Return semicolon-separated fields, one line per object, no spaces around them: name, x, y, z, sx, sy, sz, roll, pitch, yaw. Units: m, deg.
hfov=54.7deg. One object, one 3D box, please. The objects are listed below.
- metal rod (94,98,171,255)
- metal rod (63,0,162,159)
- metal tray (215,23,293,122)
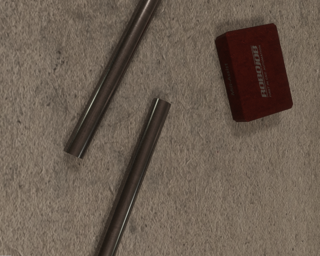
metal rod;-0.049;0.104;0.392;0.025;0.025;0.299;23;82;-19
metal rod;-0.042;-0.102;0.394;0.025;0.025;0.299;28;81;-18
metal tray;0.141;-0.082;0.460;0.091;0.030;0.129;-16;96;-20
